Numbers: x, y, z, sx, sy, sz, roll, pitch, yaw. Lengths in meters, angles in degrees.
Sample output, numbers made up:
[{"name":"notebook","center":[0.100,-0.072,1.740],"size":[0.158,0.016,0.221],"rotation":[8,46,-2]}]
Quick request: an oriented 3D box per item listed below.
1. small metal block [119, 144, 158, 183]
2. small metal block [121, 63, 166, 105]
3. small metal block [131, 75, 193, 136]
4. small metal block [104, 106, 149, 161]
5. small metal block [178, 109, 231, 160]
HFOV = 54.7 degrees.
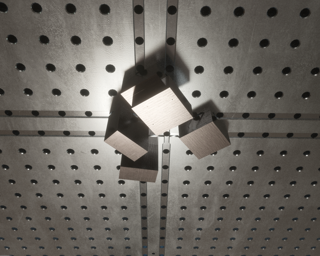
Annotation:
[{"name":"small metal block","center":[-0.029,0.047,0.435],"size":[0.050,0.050,0.025],"rotation":[8,130,-7]},{"name":"small metal block","center":[-0.011,-0.042,0.376],"size":[0.050,0.025,0.050],"rotation":[-27,126,20]},{"name":"small metal block","center":[0.003,-0.025,0.358],"size":[0.050,0.025,0.050],"rotation":[-27,126,20]},{"name":"small metal block","center":[-0.042,0.007,0.401],"size":[0.025,0.050,0.050],"rotation":[-37,121,27]},{"name":"small metal block","center":[0.060,0.010,0.421],"size":[0.050,0.025,0.050],"rotation":[-29,125,22]}]
